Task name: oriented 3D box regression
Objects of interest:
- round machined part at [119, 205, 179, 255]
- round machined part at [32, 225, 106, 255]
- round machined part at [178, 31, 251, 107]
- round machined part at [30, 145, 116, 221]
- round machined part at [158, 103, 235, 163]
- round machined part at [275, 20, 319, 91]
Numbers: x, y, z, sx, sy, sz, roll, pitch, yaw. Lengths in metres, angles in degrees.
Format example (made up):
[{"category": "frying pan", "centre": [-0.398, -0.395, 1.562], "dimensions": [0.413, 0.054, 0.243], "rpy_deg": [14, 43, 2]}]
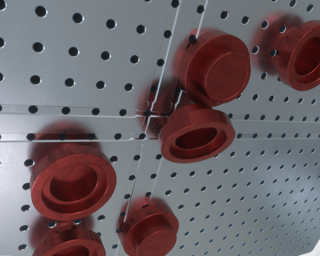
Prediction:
[{"category": "round machined part", "centre": [-0.012, 0.176, 0.501], "dimensions": [0.099, 0.042, 0.097], "rpy_deg": [-14, 124, -21]}, {"category": "round machined part", "centre": [-0.130, 0.178, 0.439], "dimensions": [0.099, 0.042, 0.097], "rpy_deg": [-14, 124, -21]}, {"category": "round machined part", "centre": [0.076, -0.070, 0.398], "dimensions": [0.099, 0.042, 0.097], "rpy_deg": [-14, 124, -21]}, {"category": "round machined part", "centre": [-0.107, 0.062, 0.380], "dimensions": [0.099, 0.042, 0.097], "rpy_deg": [-14, 124, -21]}, {"category": "round machined part", "centre": [0.045, 0.005, 0.411], "dimensions": [0.099, 0.042, 0.098], "rpy_deg": [-10, 146, -6]}, {"category": "round machined part", "centre": [0.208, -0.106, 0.447], "dimensions": [0.099, 0.042, 0.097], "rpy_deg": [-14, 124, -21]}]
